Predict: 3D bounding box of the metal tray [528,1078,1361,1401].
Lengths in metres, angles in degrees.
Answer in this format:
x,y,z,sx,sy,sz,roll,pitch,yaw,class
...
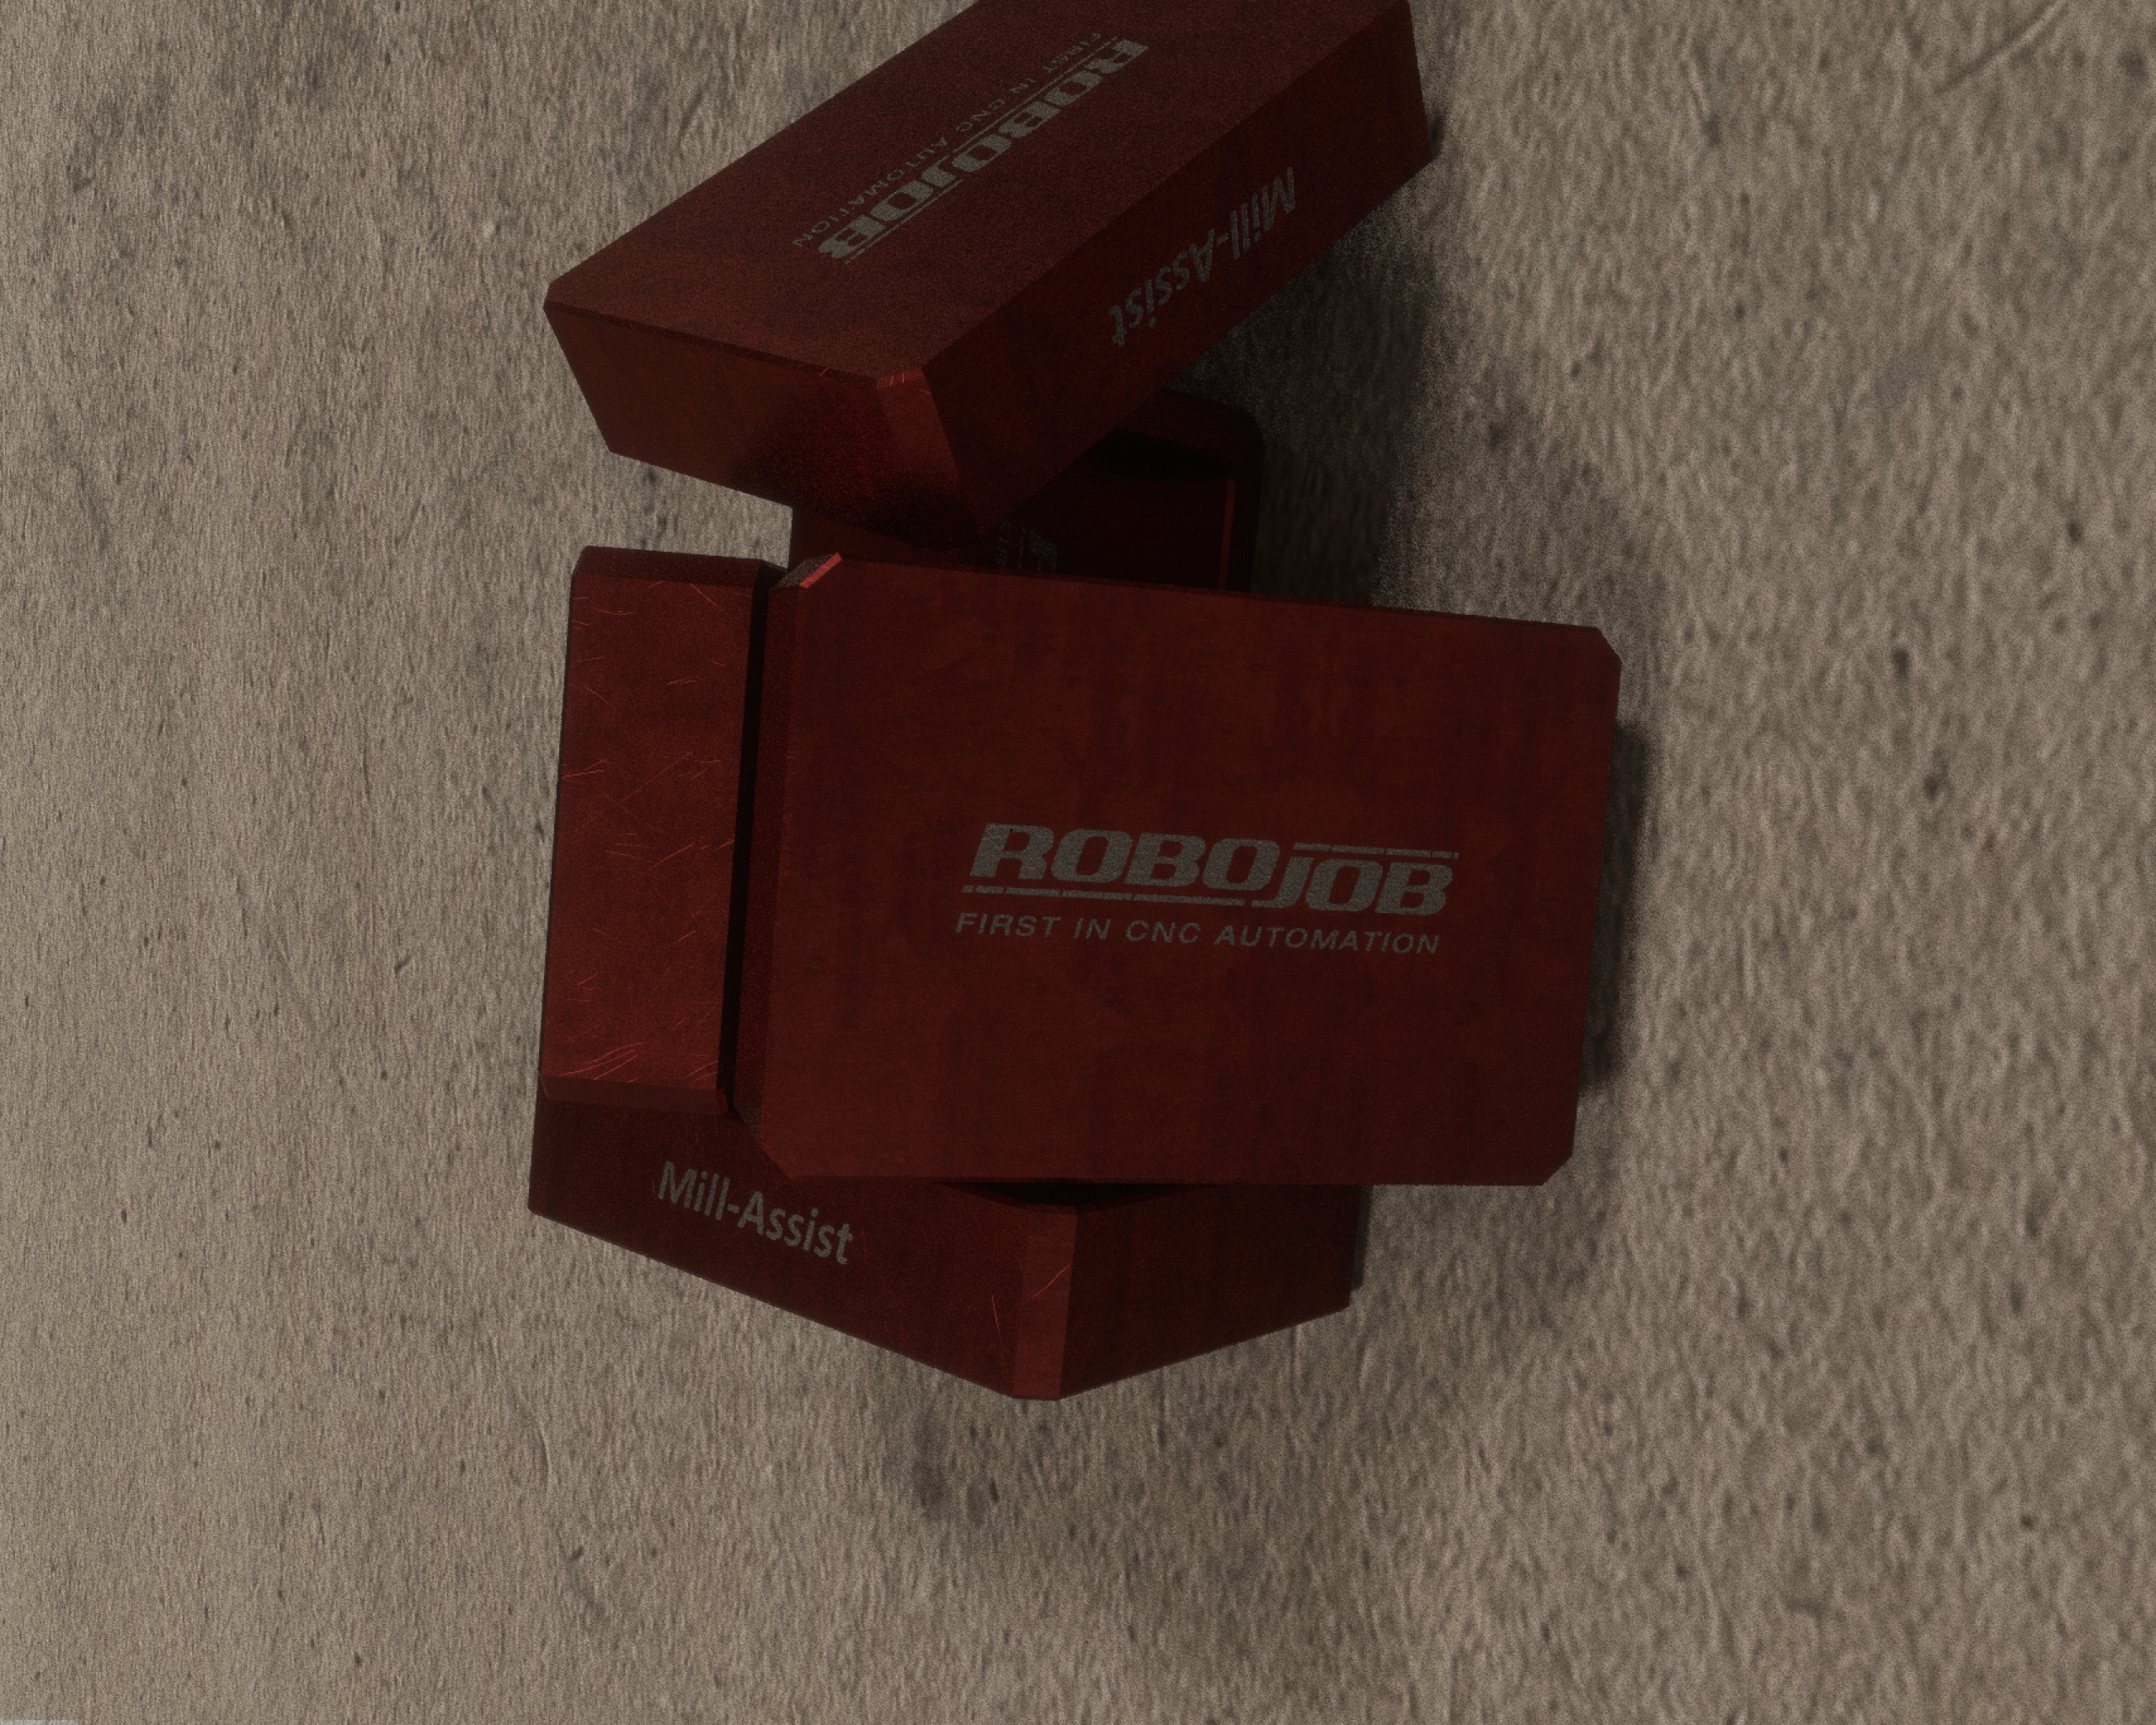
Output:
x,y,z,sx,sy,sz,roll,pitch,yaw,class
-0.026,0.058,0.383,0.130,0.091,0.030,9,96,39,metal tray

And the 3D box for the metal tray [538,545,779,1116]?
x,y,z,sx,sy,sz,roll,pitch,yaw,class
-0.064,-0.009,0.394,0.030,0.130,0.089,5,94,3,metal tray

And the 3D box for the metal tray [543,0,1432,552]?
x,y,z,sx,sy,sz,roll,pitch,yaw,class
-0.013,-0.109,0.355,0.090,0.131,0.030,22,145,37,metal tray

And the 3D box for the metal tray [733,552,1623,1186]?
x,y,z,sx,sy,sz,roll,pitch,yaw,class
0.016,0.003,0.326,0.030,0.131,0.089,-162,76,-72,metal tray

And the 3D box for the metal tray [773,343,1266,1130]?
x,y,z,sx,sy,sz,roll,pitch,yaw,class
-0.010,-0.021,0.370,0.030,0.091,0.129,9,96,39,metal tray
